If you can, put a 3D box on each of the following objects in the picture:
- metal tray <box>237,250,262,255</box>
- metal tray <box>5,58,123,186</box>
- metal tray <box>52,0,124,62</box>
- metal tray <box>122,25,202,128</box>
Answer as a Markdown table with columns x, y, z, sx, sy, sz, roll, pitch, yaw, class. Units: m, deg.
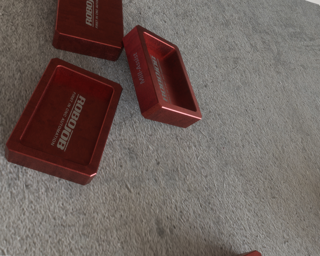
| x | y | z | sx | sy | sz | roll | pitch | yaw | class |
| --- | --- | --- | --- | --- | --- | --- | --- | --- | --- |
| 0.067 | 0.192 | 0.319 | 0.131 | 0.030 | 0.090 | -7 | 65 | -31 | metal tray |
| -0.102 | -0.010 | 0.351 | 0.091 | 0.030 | 0.130 | 22 | 54 | -15 | metal tray |
| -0.101 | -0.163 | 0.445 | 0.091 | 0.030 | 0.130 | 8 | 58 | -24 | metal tray |
| 0.003 | -0.069 | 0.423 | 0.091 | 0.030 | 0.130 | 13 | 54 | -47 | metal tray |
